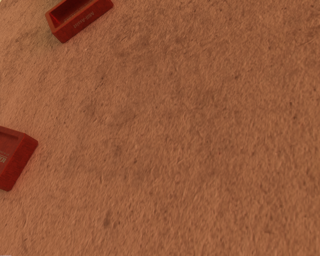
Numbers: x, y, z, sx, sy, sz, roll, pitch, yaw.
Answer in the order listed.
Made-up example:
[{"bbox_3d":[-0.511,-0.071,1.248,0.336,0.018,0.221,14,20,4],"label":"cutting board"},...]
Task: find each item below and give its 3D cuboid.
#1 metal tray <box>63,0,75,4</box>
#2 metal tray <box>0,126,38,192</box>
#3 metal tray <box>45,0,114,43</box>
[{"bbox_3d":[-0.186,-0.350,0.709,0.130,0.030,0.090,-44,51,-3],"label":"metal tray"},{"bbox_3d":[-0.274,0.043,0.514,0.130,0.030,0.090,12,68,32],"label":"metal tray"},{"bbox_3d":[-0.167,-0.241,0.633,0.130,0.030,0.090,-35,52,4],"label":"metal tray"}]
